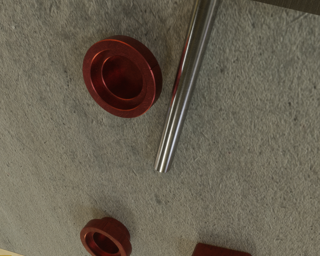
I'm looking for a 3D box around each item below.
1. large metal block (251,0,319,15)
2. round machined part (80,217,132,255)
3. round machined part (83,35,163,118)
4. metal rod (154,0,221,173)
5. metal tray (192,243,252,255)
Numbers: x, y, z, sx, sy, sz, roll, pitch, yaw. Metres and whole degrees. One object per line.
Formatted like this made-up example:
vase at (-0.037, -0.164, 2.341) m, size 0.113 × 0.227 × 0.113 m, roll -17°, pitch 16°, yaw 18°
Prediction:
large metal block at (0.117, -0.139, 0.243) m, size 0.080 × 0.050 × 0.079 m, roll 20°, pitch 126°, yaw 16°
round machined part at (-0.094, 0.204, 0.572) m, size 0.098 × 0.042 × 0.097 m, roll 13°, pitch 124°, yaw 21°
round machined part at (-0.041, -0.064, 0.378) m, size 0.098 × 0.042 × 0.097 m, roll 13°, pitch 124°, yaw 21°
metal rod at (0.032, -0.063, 0.351) m, size 0.025 × 0.025 × 0.298 m, roll 24°, pitch 127°, yaw 13°
metal tray at (0.106, 0.251, 0.503) m, size 0.090 × 0.030 × 0.129 m, roll 2°, pitch 120°, yaw 27°
